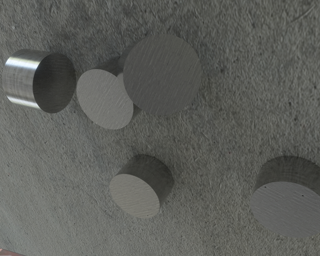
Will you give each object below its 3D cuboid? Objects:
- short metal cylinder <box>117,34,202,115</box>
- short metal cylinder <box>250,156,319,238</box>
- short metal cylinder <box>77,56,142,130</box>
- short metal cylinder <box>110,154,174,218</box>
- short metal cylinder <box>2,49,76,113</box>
[{"bbox_3d":[-0.003,-0.057,0.330,0.081,0.050,0.079,-3,104,-14],"label":"short metal cylinder"},{"bbox_3d":[0.151,0.079,0.360,0.080,0.050,0.079,13,124,21],"label":"short metal cylinder"},{"bbox_3d":[-0.057,-0.045,0.393,0.080,0.050,0.079,13,124,21],"label":"short metal cylinder"},{"bbox_3d":[-0.026,0.086,0.458,0.080,0.050,0.079,13,124,21],"label":"short metal cylinder"},{"bbox_3d":[-0.159,-0.063,0.416,0.050,0.080,0.079,13,124,21],"label":"short metal cylinder"}]
